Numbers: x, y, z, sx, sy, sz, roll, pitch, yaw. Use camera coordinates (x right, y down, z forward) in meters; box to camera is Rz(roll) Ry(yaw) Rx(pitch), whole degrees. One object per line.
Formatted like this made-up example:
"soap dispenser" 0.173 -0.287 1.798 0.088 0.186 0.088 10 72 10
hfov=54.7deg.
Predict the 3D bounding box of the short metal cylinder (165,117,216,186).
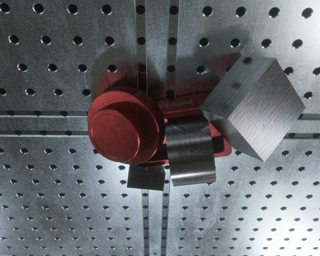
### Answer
"short metal cylinder" 0.037 0.029 0.379 0.050 0.080 0.080 -7 130 5

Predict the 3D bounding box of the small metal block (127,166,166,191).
"small metal block" -0.020 0.069 0.446 0.050 0.050 0.025 6 96 -5

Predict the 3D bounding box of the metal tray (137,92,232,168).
"metal tray" 0.025 0.004 0.409 0.131 0.030 0.090 -9 130 7

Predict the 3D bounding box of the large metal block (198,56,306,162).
"large metal block" 0.104 -0.022 0.347 0.080 0.050 0.080 -51 121 -8

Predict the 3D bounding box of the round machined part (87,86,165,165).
"round machined part" -0.047 0.002 0.372 0.098 0.042 0.097 10 117 20
